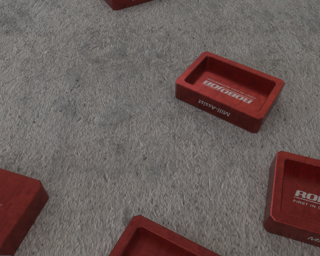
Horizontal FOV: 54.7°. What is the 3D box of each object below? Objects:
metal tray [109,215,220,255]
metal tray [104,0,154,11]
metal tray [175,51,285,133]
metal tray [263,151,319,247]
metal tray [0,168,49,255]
[{"bbox_3d":[0.012,0.147,0.276,0.130,0.030,0.090,22,53,17],"label":"metal tray"},{"bbox_3d":[-0.056,-0.294,0.647,0.131,0.030,0.090,-24,54,-19],"label":"metal tray"},{"bbox_3d":[0.099,-0.056,0.447,0.130,0.030,0.090,27,55,21],"label":"metal tray"},{"bbox_3d":[0.185,0.082,0.331,0.131,0.030,0.090,14,51,11],"label":"metal tray"},{"bbox_3d":[-0.200,0.084,0.328,0.131,0.030,0.090,14,51,11],"label":"metal tray"}]
